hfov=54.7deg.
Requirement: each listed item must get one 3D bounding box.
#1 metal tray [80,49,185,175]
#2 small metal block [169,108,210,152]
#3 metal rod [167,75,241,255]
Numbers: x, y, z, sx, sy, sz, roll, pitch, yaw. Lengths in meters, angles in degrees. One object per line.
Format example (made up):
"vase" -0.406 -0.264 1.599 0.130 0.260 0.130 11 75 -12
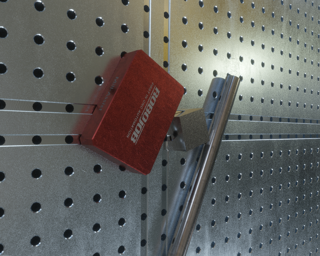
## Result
"metal tray" -0.029 -0.019 0.384 0.090 0.030 0.130 36 68 -34
"small metal block" 0.042 0.002 0.447 0.050 0.025 0.050 -21 103 -38
"metal rod" 0.070 0.053 0.470 0.025 0.025 0.299 33 69 -36
